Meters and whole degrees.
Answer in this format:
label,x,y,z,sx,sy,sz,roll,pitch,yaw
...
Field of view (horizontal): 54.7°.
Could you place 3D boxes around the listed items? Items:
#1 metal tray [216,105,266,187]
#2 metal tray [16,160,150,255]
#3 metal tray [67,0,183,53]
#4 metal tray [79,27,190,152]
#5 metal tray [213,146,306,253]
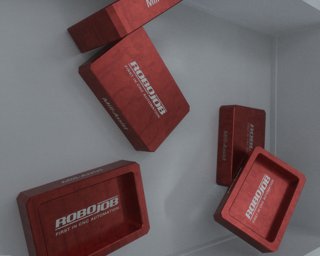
label,x,y,z,sx,sy,sz,roll,pitch,yaw
metal tray,0.137,0.031,0.518,0.091,0.030,0.129,5,87,-40
metal tray,-0.076,0.095,0.339,0.131,0.030,0.089,-15,100,-39
metal tray,-0.027,-0.132,0.341,0.131,0.090,0.030,-43,117,-31
metal tray,-0.025,-0.045,0.382,0.090,0.030,0.130,-48,119,-29
metal tray,0.149,0.102,0.456,0.090,0.030,0.130,34,63,5
